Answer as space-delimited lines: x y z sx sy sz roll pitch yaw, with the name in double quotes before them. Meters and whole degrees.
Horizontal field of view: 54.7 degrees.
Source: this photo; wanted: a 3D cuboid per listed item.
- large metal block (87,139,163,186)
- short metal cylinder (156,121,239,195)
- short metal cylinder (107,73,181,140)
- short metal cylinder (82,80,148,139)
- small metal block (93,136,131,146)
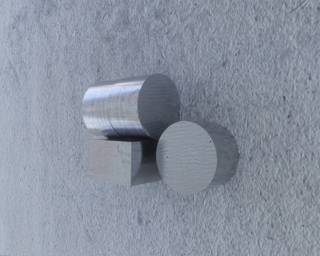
"large metal block" -0.037 0.040 0.402 0.080 0.081 0.050 1 91 40
"short metal cylinder" 0.043 0.032 0.355 0.080 0.050 0.079 0 90 40
"short metal cylinder" -0.018 -0.026 0.386 0.050 0.081 0.079 1 91 40
"short metal cylinder" -0.057 -0.025 0.418 0.050 0.081 0.079 1 91 40
"small metal block" -0.077 0.025 0.471 0.050 0.025 0.050 45 117 30
